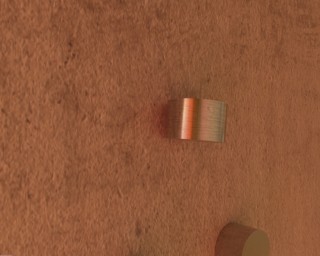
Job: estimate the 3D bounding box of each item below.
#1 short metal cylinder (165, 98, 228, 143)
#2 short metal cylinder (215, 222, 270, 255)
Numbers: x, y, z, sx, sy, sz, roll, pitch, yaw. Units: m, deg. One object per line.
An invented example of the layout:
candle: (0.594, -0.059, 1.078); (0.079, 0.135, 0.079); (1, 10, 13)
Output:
short metal cylinder: (0.048, -0.008, 0.411); (0.081, 0.080, 0.050); (8, 85, -40)
short metal cylinder: (0.135, 0.200, 0.505); (0.081, 0.050, 0.079); (0, 90, -40)
